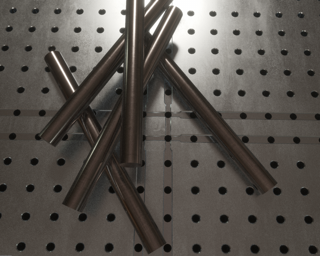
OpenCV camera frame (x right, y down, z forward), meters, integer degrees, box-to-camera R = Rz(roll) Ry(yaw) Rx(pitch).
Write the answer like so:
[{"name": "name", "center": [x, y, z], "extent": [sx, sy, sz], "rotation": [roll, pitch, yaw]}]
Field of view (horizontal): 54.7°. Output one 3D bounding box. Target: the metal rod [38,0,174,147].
[{"name": "metal rod", "center": [-0.056, -0.102, 0.420], "extent": [0.025, 0.025, 0.300], "rotation": [32, 73, 10]}]

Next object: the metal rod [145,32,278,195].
[{"name": "metal rod", "center": [0.048, -0.038, 0.426], "extent": [0.025, 0.025, 0.300], "rotation": [-34, 74, -12]}]

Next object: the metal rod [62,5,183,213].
[{"name": "metal rod", "center": [-0.039, -0.038, 0.397], "extent": [0.025, 0.025, 0.300], "rotation": [23, 71, 7]}]

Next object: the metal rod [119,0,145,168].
[{"name": "metal rod", "center": [-0.033, -0.099, 0.392], "extent": [0.025, 0.025, 0.299], "rotation": [0, 70, 0]}]

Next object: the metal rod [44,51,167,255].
[{"name": "metal rod", "center": [-0.079, 0.019, 0.403], "extent": [0.025, 0.025, 0.299], "rotation": [-29, 73, -10]}]
